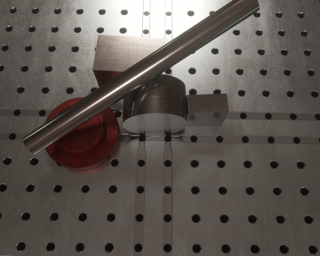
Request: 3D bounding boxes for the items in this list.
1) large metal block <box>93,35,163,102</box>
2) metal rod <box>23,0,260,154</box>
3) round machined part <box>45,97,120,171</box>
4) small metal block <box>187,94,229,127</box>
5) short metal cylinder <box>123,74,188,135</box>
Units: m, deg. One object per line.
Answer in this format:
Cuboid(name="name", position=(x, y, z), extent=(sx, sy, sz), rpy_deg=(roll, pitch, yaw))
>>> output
Cuboid(name="large metal block", position=(-0.038, -0.076, 0.410), extent=(0.081, 0.080, 0.050), rpy_deg=(3, 70, 1))
Cuboid(name="metal rod", position=(-0.025, -0.059, 0.351), extent=(0.301, 0.025, 0.025), rpy_deg=(-32, 73, 5))
Cuboid(name="round machined part", position=(-0.103, 0.004, 0.400), extent=(0.099, 0.042, 0.098), rpy_deg=(0, 70, -1))
Cuboid(name="small metal block", position=(0.059, -0.022, 0.407), extent=(0.050, 0.050, 0.025), rpy_deg=(-2, 70, -1))
Cuboid(name="short metal cylinder", position=(-0.006, -0.027, 0.392), extent=(0.081, 0.080, 0.050), rpy_deg=(-1, 70, -1))
